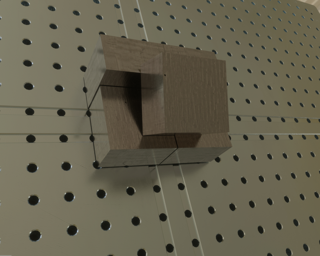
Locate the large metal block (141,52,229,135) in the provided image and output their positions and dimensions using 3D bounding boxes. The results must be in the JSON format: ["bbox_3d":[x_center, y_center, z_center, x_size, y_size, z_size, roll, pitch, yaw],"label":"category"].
[{"bbox_3d":[0.027,-0.033,0.343,0.081,0.050,0.080,0,86,-29],"label":"large metal block"}]

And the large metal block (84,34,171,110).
[{"bbox_3d":[-0.044,-0.065,0.389,0.081,0.080,0.050,1,62,-28],"label":"large metal block"}]

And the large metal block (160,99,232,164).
[{"bbox_3d":[0.038,0.000,0.411,0.081,0.050,0.080,1,62,-28],"label":"large metal block"}]

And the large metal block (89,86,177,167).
[{"bbox_3d":[-0.035,-0.001,0.373,0.081,0.050,0.080,1,62,-28],"label":"large metal block"}]

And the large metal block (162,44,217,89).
[{"bbox_3d":[0.028,-0.064,0.427,0.081,0.080,0.050,1,62,-28],"label":"large metal block"}]
